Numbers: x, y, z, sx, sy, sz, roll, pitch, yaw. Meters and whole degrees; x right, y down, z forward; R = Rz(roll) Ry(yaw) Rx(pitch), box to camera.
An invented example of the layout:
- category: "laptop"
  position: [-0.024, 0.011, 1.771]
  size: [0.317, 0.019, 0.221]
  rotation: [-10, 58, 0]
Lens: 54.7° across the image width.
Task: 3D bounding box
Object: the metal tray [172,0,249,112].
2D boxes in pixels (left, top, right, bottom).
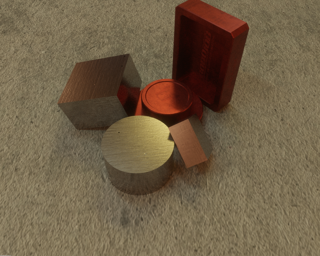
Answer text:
- category: "metal tray"
  position: [0.060, -0.094, 0.414]
  size: [0.030, 0.129, 0.090]
  rotation: [-37, 60, -27]

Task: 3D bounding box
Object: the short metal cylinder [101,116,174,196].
- category: "short metal cylinder"
  position: [-0.025, 0.032, 0.362]
  size: [0.081, 0.050, 0.080]
  rotation: [0, 50, 0]

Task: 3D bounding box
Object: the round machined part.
- category: "round machined part"
  position: [0.009, -0.029, 0.420]
  size: [0.099, 0.042, 0.098]
  rotation: [0, 50, 0]

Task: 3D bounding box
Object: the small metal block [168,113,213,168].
- category: "small metal block"
  position: [0.038, 0.013, 0.364]
  size: [0.025, 0.050, 0.050]
  rotation: [-25, 92, 19]

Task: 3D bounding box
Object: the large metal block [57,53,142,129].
- category: "large metal block"
  position: [-0.076, -0.048, 0.412]
  size: [0.080, 0.050, 0.080]
  rotation: [-6, 48, 17]
